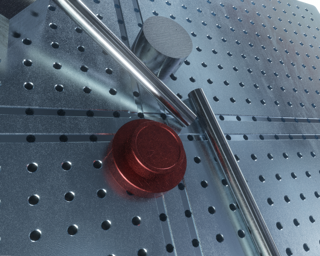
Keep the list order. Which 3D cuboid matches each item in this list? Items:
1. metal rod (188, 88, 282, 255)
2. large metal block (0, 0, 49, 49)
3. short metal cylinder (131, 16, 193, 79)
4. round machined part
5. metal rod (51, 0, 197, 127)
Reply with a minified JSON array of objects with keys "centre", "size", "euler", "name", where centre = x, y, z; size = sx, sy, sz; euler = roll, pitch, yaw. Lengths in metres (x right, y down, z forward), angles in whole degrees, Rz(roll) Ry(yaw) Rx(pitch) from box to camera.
[{"centre":[0.105,0.077,0.419],"size":[0.025,0.025,0.299],"euler":[-8,66,-32],"name":"metal rod"},{"centre":[-0.197,-0.158,0.383],"size":[0.080,0.050,0.080],"euler":[33,51,-7],"name":"large metal block"},{"centre":[0.002,-0.121,0.469],"size":[0.081,0.050,0.080],"euler":[14,56,-21],"name":"short metal cylinder"},{"centre":[-0.010,0.031,0.374],"size":[0.099,0.042,0.098],"euler":[14,56,-21],"name":"round machined part"},{"centre":[-0.064,-0.109,0.403],"size":[0.300,0.025,0.025],"euler":[43,50,-14],"name":"metal rod"}]
